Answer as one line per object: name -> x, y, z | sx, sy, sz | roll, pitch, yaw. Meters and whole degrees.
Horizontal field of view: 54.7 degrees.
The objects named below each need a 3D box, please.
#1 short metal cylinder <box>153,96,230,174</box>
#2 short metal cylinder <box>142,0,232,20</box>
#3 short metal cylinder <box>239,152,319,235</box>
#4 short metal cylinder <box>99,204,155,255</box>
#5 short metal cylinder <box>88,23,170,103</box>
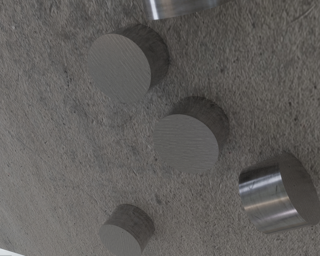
short metal cylinder -> 0.039, 0.008, 0.375 | 0.080, 0.050, 0.079 | 13, 124, 21
short metal cylinder -> 0.021, -0.133, 0.278 | 0.080, 0.080, 0.050 | 0, 119, 28
short metal cylinder -> 0.134, 0.073, 0.346 | 0.050, 0.080, 0.080 | -32, 101, 38
short metal cylinder -> -0.056, 0.178, 0.530 | 0.080, 0.050, 0.079 | 13, 124, 21
short metal cylinder -> -0.036, -0.076, 0.362 | 0.080, 0.050, 0.079 | 13, 124, 21
